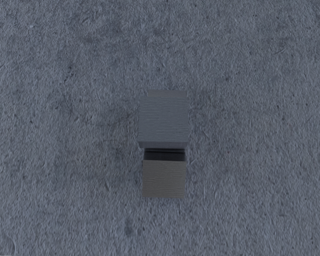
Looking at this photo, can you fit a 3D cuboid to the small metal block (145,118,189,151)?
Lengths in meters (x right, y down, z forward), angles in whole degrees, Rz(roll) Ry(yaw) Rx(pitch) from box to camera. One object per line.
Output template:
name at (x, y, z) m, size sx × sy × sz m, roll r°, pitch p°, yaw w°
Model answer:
small metal block at (0.006, 0.008, 0.366) m, size 0.050 × 0.050 × 0.025 m, roll 2°, pitch 70°, yaw 0°

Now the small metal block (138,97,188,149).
small metal block at (0.004, -0.005, 0.332) m, size 0.050 × 0.025 × 0.050 m, roll 1°, pitch 70°, yaw 0°

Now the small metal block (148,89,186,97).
small metal block at (0.009, -0.027, 0.407) m, size 0.050 × 0.025 × 0.050 m, roll 2°, pitch 34°, yaw 1°

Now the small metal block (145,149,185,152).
small metal block at (0.006, 0.020, 0.403) m, size 0.050 × 0.025 × 0.050 m, roll 2°, pitch 70°, yaw 0°

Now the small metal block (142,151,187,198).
small metal block at (0.005, 0.056, 0.375) m, size 0.050 × 0.025 × 0.050 m, roll 2°, pitch 111°, yaw 0°
